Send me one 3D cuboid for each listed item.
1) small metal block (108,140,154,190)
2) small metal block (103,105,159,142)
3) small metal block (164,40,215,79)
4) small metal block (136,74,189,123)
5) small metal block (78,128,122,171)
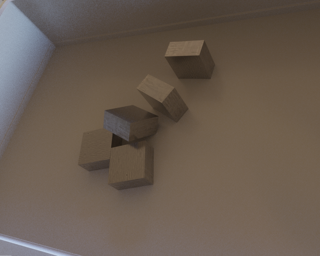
[{"bbox_3d":[-0.036,0.048,0.394,0.050,0.025,0.050,-13,56,20],"label":"small metal block"},{"bbox_3d":[-0.039,-0.008,0.411,0.050,0.050,0.025,25,117,36],"label":"small metal block"},{"bbox_3d":[0.042,-0.092,0.423,0.050,0.050,0.025,6,65,30],"label":"small metal block"},{"bbox_3d":[0.004,-0.039,0.410,0.050,0.050,0.025,33,80,38],"label":"small metal block"},{"bbox_3d":[-0.082,0.029,0.429,0.050,0.025,0.050,-12,57,21],"label":"small metal block"}]
